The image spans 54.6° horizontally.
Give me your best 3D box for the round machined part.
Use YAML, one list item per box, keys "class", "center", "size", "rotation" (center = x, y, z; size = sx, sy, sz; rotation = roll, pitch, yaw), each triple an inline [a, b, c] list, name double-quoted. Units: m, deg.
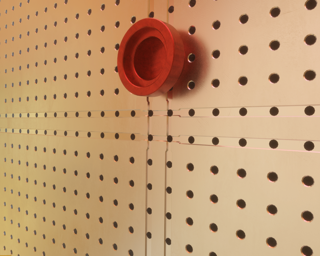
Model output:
- class: "round machined part"
  center: [-0.007, -0.089, 0.405]
  size: [0.098, 0.042, 0.097]
  rotation: [0, 90, 40]
